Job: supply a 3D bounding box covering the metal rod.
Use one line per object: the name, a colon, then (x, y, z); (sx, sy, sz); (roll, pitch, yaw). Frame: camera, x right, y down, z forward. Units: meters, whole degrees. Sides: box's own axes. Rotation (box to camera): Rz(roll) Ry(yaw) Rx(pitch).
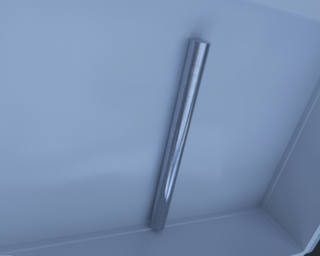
metal rod: (0.022, 0.027, 0.436); (0.025, 0.025, 0.298); (-3, 120, -27)
